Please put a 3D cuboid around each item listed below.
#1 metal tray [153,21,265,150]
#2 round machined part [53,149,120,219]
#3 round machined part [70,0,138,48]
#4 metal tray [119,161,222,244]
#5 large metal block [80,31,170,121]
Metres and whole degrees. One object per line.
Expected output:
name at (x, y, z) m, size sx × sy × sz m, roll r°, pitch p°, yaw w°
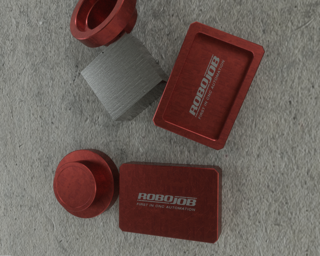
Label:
metal tray at (0.057, -0.049, 0.374) m, size 0.090 × 0.030 × 0.129 m, roll 22°, pitch 97°, yaw 3°
round machined part at (-0.110, 0.079, 0.437) m, size 0.098 × 0.042 × 0.097 m, roll 0°, pitch 90°, yaw 19°
round machined part at (-0.069, -0.148, 0.410) m, size 0.098 × 0.042 × 0.098 m, roll -16°, pitch 60°, yaw 30°
metal tray at (0.012, 0.092, 0.401) m, size 0.130 × 0.030 × 0.089 m, roll 1°, pitch 90°, yaw 19°
large metal block at (-0.042, -0.065, 0.409) m, size 0.080 × 0.050 × 0.080 m, roll -39°, pitch 79°, yaw 15°
